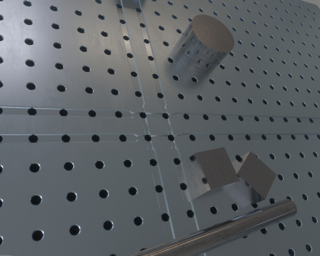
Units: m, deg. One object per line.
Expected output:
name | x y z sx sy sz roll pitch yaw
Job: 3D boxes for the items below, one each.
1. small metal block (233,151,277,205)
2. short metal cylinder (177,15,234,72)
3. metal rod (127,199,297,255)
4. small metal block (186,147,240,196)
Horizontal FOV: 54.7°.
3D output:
small metal block | 0.129 0.069 0.435 0.050 0.025 0.050 43 51 1
short metal cylinder | 0.076 -0.142 0.519 0.081 0.050 0.080 14 56 -21
metal rod | 0.054 0.129 0.358 0.303 0.025 0.025 -7 66 -31
small metal block | 0.070 0.056 0.411 0.050 0.025 0.050 -8 66 -32
